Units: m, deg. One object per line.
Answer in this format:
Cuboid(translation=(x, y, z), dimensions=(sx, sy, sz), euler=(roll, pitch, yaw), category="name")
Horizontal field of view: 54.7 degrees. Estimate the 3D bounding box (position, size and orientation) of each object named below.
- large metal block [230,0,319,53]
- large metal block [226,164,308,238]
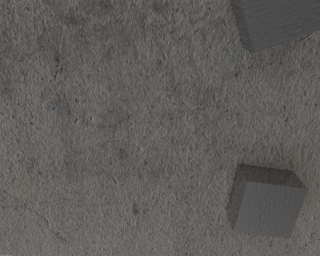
Cuboid(translation=(0.128, -0.139, 0.346), dimensions=(0.080, 0.050, 0.080), euler=(-19, 109, 7), category="large metal block")
Cuboid(translation=(0.146, 0.102, 0.435), dimensions=(0.081, 0.050, 0.079), euler=(8, 110, -3), category="large metal block")
